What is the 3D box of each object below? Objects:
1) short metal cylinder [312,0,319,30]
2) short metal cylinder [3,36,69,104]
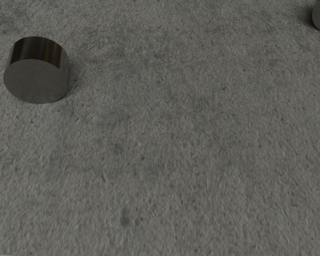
[{"bbox_3d":[0.320,-0.217,0.554,0.080,0.080,0.050,20,53,15],"label":"short metal cylinder"},{"bbox_3d":[-0.170,-0.079,0.432,0.081,0.080,0.050,-6,51,-6],"label":"short metal cylinder"}]
